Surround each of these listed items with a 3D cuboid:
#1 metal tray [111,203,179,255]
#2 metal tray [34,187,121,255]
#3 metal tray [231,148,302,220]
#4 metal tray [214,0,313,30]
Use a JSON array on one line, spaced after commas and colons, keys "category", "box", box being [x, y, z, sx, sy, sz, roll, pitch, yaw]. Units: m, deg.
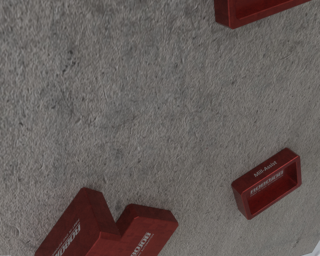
[{"category": "metal tray", "box": [-0.041, 0.186, 0.497, 0.091, 0.030, 0.129, 22, 107, -36]}, {"category": "metal tray", "box": [-0.111, 0.154, 0.399, 0.030, 0.090, 0.130, 29, 102, -38]}, {"category": "metal tray", "box": [0.202, 0.105, 0.578, 0.131, 0.030, 0.090, -30, 129, -9]}, {"category": "metal tray", "box": [0.124, -0.180, 0.359, 0.131, 0.030, 0.090, -24, 127, -14]}]
